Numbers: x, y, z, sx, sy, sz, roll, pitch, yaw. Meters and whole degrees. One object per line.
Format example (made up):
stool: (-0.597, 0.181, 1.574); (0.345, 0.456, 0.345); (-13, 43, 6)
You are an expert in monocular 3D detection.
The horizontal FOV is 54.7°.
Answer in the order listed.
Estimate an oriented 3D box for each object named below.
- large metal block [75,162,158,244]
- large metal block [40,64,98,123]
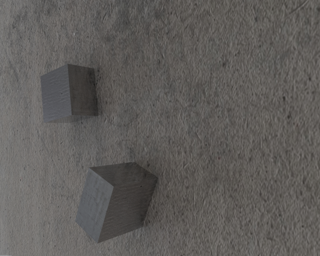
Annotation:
large metal block: (-0.057, 0.096, 0.417); (0.050, 0.081, 0.079); (28, 108, 36)
large metal block: (-0.151, -0.054, 0.514); (0.080, 0.050, 0.080); (-10, 84, 39)
